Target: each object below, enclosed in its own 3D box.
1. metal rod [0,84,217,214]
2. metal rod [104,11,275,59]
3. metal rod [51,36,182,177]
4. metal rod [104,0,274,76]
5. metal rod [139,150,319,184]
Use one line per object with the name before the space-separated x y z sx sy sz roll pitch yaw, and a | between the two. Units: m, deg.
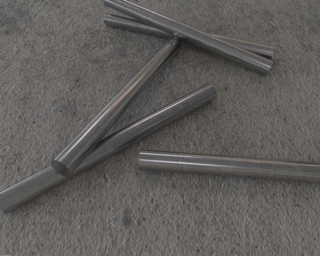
metal rod | -0.049 0.015 0.390 0.302 0.025 0.025 -29 56 -22
metal rod | 0.043 -0.162 0.539 0.301 0.025 0.025 16 52 13
metal rod | -0.039 -0.050 0.425 0.025 0.025 0.301 20 47 16
metal rod | 0.040 -0.159 0.512 0.301 0.025 0.025 27 55 12
metal rod | 0.127 0.048 0.363 0.302 0.025 0.025 4 50 3
